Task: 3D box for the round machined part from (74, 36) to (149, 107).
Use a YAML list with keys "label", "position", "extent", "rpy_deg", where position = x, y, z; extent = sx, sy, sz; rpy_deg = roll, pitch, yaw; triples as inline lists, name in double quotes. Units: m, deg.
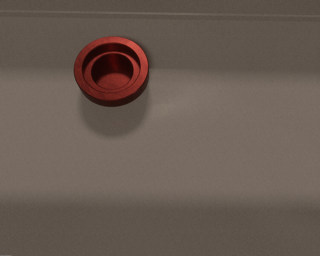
- label: "round machined part"
  position: [-0.064, -0.073, 0.427]
  extent: [0.099, 0.042, 0.098]
  rpy_deg: [0, 70, -1]
